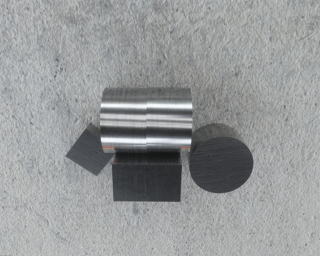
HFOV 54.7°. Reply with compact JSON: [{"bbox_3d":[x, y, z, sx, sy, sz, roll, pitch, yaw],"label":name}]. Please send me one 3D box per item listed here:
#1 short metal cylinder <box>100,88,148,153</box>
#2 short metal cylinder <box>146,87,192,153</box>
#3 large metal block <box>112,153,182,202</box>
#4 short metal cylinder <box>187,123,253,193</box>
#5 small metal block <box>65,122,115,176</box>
[{"bbox_3d":[-0.040,-0.009,0.378,0.050,0.080,0.079,1,110,0],"label":"short metal cylinder"},{"bbox_3d":[0.010,-0.010,0.379,0.050,0.080,0.079,1,110,0],"label":"short metal cylinder"},{"bbox_3d":[-0.015,0.051,0.401,0.081,0.080,0.050,1,110,-1],"label":"large metal block"},{"bbox_3d":[0.077,0.039,0.412,0.081,0.050,0.079,0,110,0],"label":"short metal cylinder"},{"bbox_3d":[-0.090,0.029,0.421,0.050,0.025,0.050,36,106,-13],"label":"small metal block"}]
